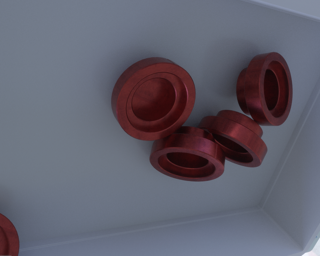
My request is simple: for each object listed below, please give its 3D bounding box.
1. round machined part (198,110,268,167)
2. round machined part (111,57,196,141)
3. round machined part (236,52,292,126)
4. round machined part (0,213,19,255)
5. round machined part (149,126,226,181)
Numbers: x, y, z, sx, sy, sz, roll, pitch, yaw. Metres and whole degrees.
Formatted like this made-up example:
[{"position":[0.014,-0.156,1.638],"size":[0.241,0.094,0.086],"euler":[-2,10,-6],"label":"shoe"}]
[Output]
[{"position":[0.102,0.011,0.429],"size":[0.098,0.098,0.042],"euler":[45,69,-40],"label":"round machined part"},{"position":[-0.011,-0.037,0.368],"size":[0.099,0.042,0.097],"euler":[-13,124,-21],"label":"round machined part"},{"position":[0.140,-0.052,0.424],"size":[0.099,0.042,0.097],"euler":[0,90,-45],"label":"round machined part"},{"position":[-0.215,0.137,0.346],"size":[0.099,0.042,0.097],"euler":[5,82,-38],"label":"round machined part"},{"position":[0.038,0.033,0.416],"size":[0.099,0.042,0.098],"euler":[9,149,6],"label":"round machined part"}]
